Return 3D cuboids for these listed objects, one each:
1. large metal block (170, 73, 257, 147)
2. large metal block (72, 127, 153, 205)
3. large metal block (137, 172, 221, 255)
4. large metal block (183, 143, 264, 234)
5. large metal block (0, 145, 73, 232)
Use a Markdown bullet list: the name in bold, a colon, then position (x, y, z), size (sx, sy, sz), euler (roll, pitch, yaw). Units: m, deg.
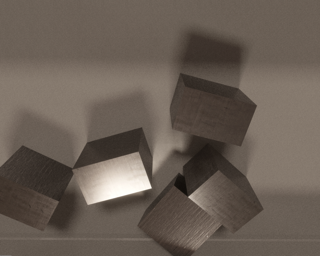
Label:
- **large metal block**: position (0.059, -0.025, 0.374), size (0.081, 0.080, 0.050), euler (14, 110, -6)
- **large metal block**: position (-0.056, 0.046, 0.398), size (0.080, 0.080, 0.050), euler (-16, 110, 5)
- **large metal block**: position (0.029, 0.124, 0.435), size (0.080, 0.050, 0.080), euler (39, 105, 1)
- **large metal block**: position (0.080, 0.077, 0.412), size (0.080, 0.080, 0.050), euler (41, 105, -14)
- **large metal block**: position (-0.168, 0.076, 0.408), size (0.080, 0.080, 0.050), euler (27, 108, -10)
